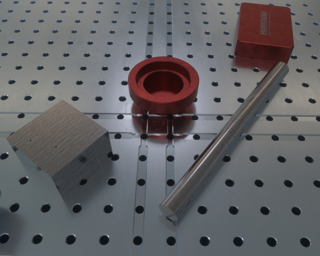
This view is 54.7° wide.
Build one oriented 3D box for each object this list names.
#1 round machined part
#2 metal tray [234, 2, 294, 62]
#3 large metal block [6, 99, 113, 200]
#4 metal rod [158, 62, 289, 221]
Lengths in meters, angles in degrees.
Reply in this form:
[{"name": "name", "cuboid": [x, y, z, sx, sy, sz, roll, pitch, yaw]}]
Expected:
[{"name": "round machined part", "cuboid": [0.005, -0.056, 0.443, 0.099, 0.042, 0.098, 0, 50, 0]}, {"name": "metal tray", "cuboid": [0.184, -0.174, 0.552, 0.090, 0.030, 0.130, 10, 51, 8]}, {"name": "large metal block", "cuboid": [-0.116, 0.023, 0.371, 0.080, 0.050, 0.080, 32, 57, 24]}, {"name": "metal rod", "cuboid": [0.099, -0.001, 0.409, 0.025, 0.025, 0.301, 30, 56, 23]}]
